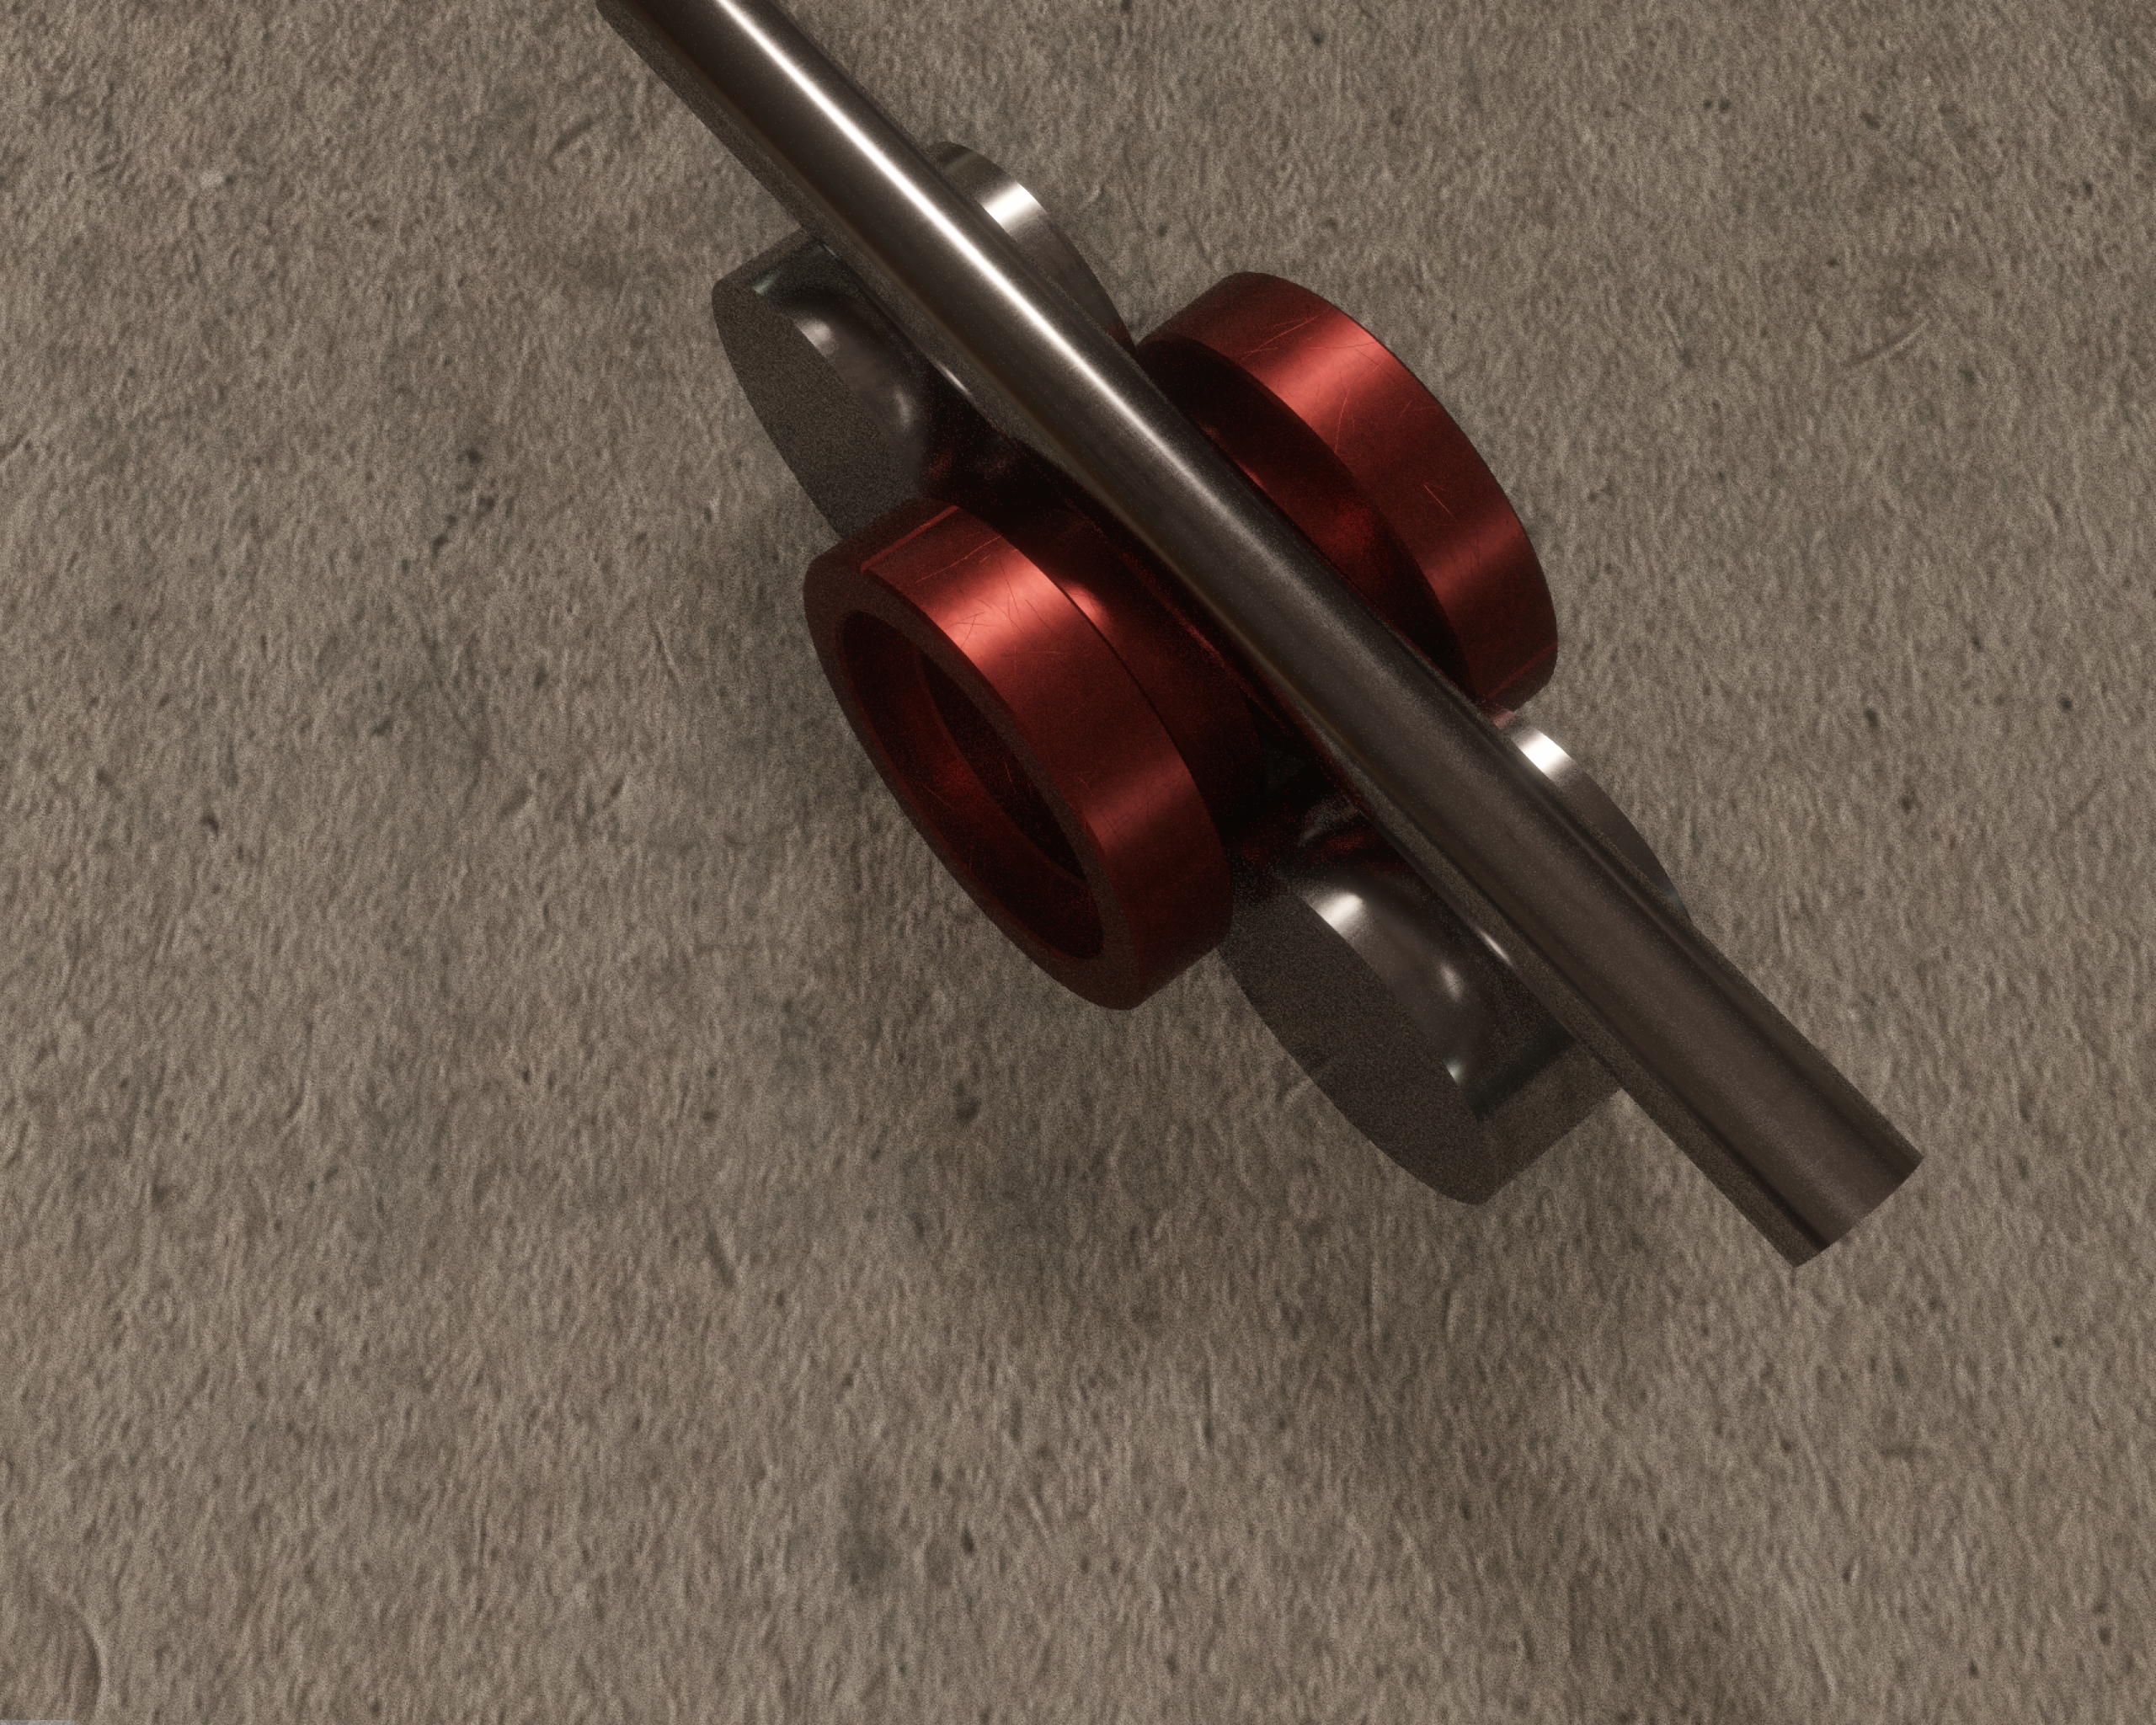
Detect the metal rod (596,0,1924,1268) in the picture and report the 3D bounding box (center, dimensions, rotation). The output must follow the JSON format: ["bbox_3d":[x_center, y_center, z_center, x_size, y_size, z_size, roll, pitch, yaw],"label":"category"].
[{"bbox_3d":[0.018,-0.056,0.346,0.025,0.025,0.300,-38,75,-13],"label":"metal rod"}]

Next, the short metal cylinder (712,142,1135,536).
[{"bbox_3d":[-0.028,-0.094,0.414,0.050,0.080,0.080,-37,75,-13],"label":"short metal cylinder"}]

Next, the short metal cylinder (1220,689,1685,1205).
[{"bbox_3d":[0.065,0.014,0.375,0.050,0.080,0.080,-37,75,-13],"label":"short metal cylinder"}]

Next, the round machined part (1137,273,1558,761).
[{"bbox_3d":[0.040,-0.057,0.392,0.042,0.098,0.098,-39,75,-8],"label":"round machined part"}]

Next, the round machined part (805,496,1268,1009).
[{"bbox_3d":[-0.003,-0.025,0.378,0.042,0.098,0.098,-37,74,-16],"label":"round machined part"}]
